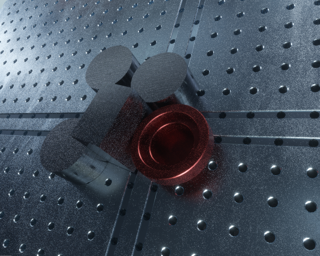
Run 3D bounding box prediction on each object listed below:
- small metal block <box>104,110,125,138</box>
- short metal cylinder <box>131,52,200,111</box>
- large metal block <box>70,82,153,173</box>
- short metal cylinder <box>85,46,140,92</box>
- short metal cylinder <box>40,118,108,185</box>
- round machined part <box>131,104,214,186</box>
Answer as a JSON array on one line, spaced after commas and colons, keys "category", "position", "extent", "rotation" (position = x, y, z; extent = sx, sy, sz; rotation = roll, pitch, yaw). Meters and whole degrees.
[{"category": "small metal block", "position": [-0.073, -0.013, 0.454], "extent": [0.050, 0.025, 0.050], "rotation": [16, 70, 34]}, {"category": "short metal cylinder", "position": [0.008, -0.055, 0.422], "extent": [0.080, 0.050, 0.080], "rotation": [-13, 56, 21]}, {"category": "large metal block", "position": [-0.052, 0.000, 0.397], "extent": [0.050, 0.080, 0.080], "rotation": [17, 71, 35]}, {"category": "short metal cylinder", "position": [-0.066, -0.079, 0.475], "extent": [0.080, 0.050, 0.080], "rotation": [-13, 56, 21]}, {"category": "short metal cylinder", "position": [-0.118, 0.033, 0.434], "extent": [0.080, 0.050, 0.080], "rotation": [-13, 56, 21]}, {"category": "round machined part", "position": [0.018, 0.023, 0.374], "extent": [0.098, 0.042, 0.098], "rotation": [-13, 56, 21]}]
